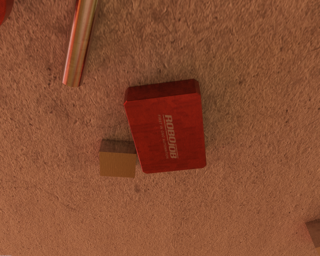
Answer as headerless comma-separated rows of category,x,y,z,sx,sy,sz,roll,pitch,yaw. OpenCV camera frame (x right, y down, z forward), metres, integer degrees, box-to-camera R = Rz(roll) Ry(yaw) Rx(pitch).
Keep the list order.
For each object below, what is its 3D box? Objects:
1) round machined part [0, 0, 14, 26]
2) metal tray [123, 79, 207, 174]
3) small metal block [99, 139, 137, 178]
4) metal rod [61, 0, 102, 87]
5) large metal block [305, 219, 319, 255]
round machined part,-0.183,-0.134,0.280,0.099,0.042,0.097,0,130,0
metal tray,0.011,0.003,0.407,0.090,0.030,0.129,-7,130,5
small metal block,-0.059,0.044,0.444,0.050,0.025,0.050,4,130,-4
metal rod,-0.052,-0.162,0.268,0.025,0.025,0.298,15,129,-13
large metal block,0.325,0.204,0.568,0.080,0.050,0.080,-24,126,19
